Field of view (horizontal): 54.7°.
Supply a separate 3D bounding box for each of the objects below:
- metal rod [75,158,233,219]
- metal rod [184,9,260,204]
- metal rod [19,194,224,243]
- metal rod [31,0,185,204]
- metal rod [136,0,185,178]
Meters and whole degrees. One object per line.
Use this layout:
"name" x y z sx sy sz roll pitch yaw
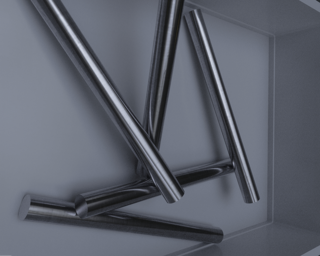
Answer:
"metal rod" 0.028 0.070 0.418 0.302 0.025 0.025 -5 94 -44
"metal rod" 0.095 -0.028 0.466 0.025 0.025 0.298 -25 99 -38
"metal rod" -0.021 0.122 0.391 0.302 0.025 0.025 23 76 -38
"metal rod" -0.059 -0.041 0.331 0.025 0.025 0.299 -42 107 -32
"metal rod" 0.003 -0.074 0.327 0.025 0.025 0.298 -16 127 -39
